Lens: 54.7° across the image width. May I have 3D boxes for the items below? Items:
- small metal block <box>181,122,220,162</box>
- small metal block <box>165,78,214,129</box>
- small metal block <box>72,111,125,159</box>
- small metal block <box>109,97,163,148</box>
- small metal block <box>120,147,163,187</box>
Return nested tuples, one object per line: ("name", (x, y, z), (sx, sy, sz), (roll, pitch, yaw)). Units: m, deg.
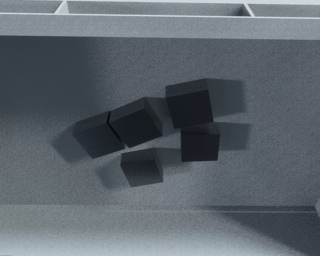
("small metal block", (0.054, 0.020, 0.426), (0.050, 0.025, 0.050), (-2, 130, 2))
("small metal block", (0.037, -0.030, 0.384), (0.050, 0.025, 0.050), (-10, 130, 8))
("small metal block", (-0.080, 0.010, 0.417), (0.050, 0.025, 0.050), (-18, 128, 14))
("small metal block", (-0.030, -0.006, 0.403), (0.050, 0.025, 0.050), (-21, 127, 17))
("small metal block", (-0.026, 0.059, 0.459), (0.050, 0.025, 0.050), (-11, 130, 9))
